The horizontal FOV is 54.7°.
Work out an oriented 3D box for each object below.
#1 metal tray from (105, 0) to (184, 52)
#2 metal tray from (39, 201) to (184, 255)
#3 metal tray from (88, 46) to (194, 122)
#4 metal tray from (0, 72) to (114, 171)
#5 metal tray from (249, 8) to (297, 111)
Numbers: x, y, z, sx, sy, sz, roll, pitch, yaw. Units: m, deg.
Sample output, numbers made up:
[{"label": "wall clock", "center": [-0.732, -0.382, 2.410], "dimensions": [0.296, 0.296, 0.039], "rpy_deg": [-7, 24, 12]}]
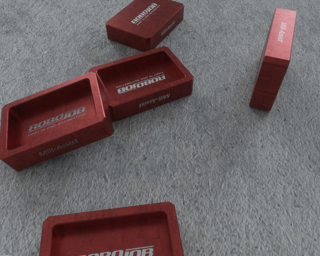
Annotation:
[{"label": "metal tray", "center": [-0.025, -0.195, 0.563], "dimensions": [0.090, 0.030, 0.130], "rpy_deg": [24, 54, 19]}, {"label": "metal tray", "center": [-0.044, 0.124, 0.294], "dimensions": [0.131, 0.030, 0.090], "rpy_deg": [-6, 50, -5]}, {"label": "metal tray", "center": [-0.028, -0.069, 0.457], "dimensions": [0.131, 0.030, 0.090], "rpy_deg": [-21, 53, -17]}, {"label": "metal tray", "center": [-0.130, -0.010, 0.386], "dimensions": [0.131, 0.030, 0.090], "rpy_deg": [-21, 52, 1]}, {"label": "metal tray", "center": [0.162, -0.099, 0.445], "dimensions": [0.030, 0.090, 0.130], "rpy_deg": [15, 52, 13]}]
